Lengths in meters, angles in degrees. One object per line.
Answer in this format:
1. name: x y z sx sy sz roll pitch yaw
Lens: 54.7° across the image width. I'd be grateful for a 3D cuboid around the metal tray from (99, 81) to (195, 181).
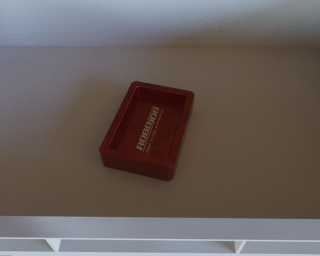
1. metal tray: -0.012 -0.002 0.402 0.090 0.030 0.130 12 51 9
